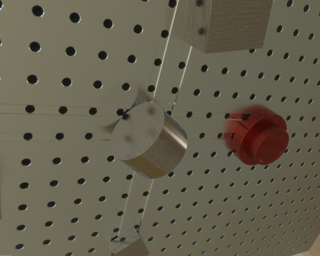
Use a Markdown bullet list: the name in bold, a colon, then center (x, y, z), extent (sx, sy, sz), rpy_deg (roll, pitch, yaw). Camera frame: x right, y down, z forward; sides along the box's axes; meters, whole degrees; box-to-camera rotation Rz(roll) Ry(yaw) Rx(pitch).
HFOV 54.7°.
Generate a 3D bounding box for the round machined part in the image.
- **round machined part**: center (0.171, 0.022, 0.510), extent (0.099, 0.042, 0.097), rpy_deg (-14, 125, -21)

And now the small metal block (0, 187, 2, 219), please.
- **small metal block**: center (-0.201, 0.078, 0.334), extent (0.050, 0.050, 0.025), rpy_deg (-9, 123, -24)

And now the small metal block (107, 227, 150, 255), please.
- **small metal block**: center (-0.051, 0.198, 0.508), extent (0.050, 0.025, 0.050), rpy_deg (-29, 129, -10)

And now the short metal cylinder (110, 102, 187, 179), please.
- **short metal cylinder**: center (-0.014, 0.015, 0.379), extent (0.080, 0.080, 0.050), rpy_deg (-45, 130, 2)

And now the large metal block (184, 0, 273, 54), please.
- **large metal block**: center (0.078, -0.135, 0.356), extent (0.081, 0.050, 0.079), rpy_deg (-11, 123, -23)
